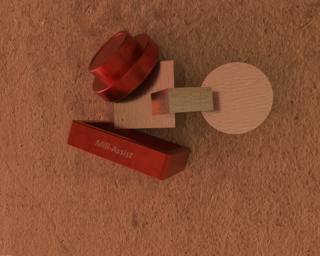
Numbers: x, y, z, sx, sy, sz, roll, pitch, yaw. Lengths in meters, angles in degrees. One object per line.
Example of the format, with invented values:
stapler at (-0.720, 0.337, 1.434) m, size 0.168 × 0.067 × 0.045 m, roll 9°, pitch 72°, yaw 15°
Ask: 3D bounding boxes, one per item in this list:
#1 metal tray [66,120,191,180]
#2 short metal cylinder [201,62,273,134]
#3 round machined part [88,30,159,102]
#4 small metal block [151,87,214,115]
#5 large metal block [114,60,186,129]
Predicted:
metal tray at (-0.036, 0.023, 0.388) m, size 0.130 × 0.090 × 0.030 m, roll 18°, pitch 96°, yaw 19°
short metal cylinder at (0.091, -0.033, 0.366) m, size 0.080 × 0.050 × 0.080 m, roll 0°, pitch 90°, yaw 20°
round machined part at (-0.051, -0.083, 0.389) m, size 0.098 × 0.098 × 0.042 m, roll -38°, pitch 122°, yaw 16°
small metal block at (0.023, -0.029, 0.340) m, size 0.050 × 0.050 × 0.025 m, roll -5°, pitch 91°, yaw -22°
large metal block at (-0.012, -0.040, 0.402) m, size 0.080 × 0.050 × 0.080 m, roll -2°, pitch 90°, yaw 20°
